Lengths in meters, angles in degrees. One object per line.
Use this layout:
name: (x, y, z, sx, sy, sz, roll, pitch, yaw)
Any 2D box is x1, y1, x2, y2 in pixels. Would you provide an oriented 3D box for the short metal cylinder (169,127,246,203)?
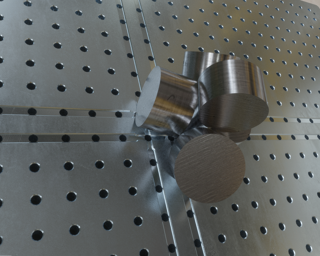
short metal cylinder: (0.054, 0.042, 0.368, 0.081, 0.050, 0.079, -1, 98, -5)

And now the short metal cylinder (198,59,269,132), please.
short metal cylinder: (0.087, -0.037, 0.376, 0.081, 0.080, 0.050, 16, 55, -19)

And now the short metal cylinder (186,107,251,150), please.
short metal cylinder: (0.079, -0.004, 0.435, 0.081, 0.050, 0.080, 13, 55, -20)

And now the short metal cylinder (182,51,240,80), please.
short metal cylinder: (0.072, -0.081, 0.452, 0.081, 0.080, 0.050, 2, 101, -27)

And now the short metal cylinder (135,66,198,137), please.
short metal cylinder: (0.007, -0.033, 0.396, 0.050, 0.080, 0.080, 17, 55, -18)
